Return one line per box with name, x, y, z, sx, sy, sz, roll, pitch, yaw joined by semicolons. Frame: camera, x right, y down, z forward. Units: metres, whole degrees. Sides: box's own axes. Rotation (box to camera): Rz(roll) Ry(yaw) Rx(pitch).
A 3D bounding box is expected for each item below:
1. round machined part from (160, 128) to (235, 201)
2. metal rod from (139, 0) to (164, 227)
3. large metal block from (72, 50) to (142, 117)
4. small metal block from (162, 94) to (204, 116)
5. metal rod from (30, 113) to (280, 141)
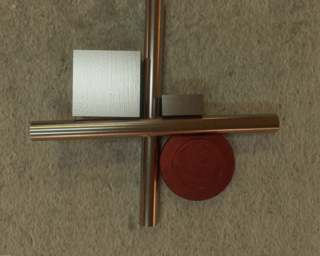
round machined part;0.049;0.047;0.402;0.099;0.042;0.097;0;90;-1
metal rod;-0.011;-0.022;0.411;0.025;0.025;0.298;2;90;-1
large metal block;-0.064;-0.054;0.397;0.081;0.050;0.079;1;90;-1
small metal block;0.028;-0.028;0.399;0.050;0.050;0.025;-1;90;-1
metal rod;-0.002;-0.001;0.386;0.302;0.025;0.025;-2;90;-5
